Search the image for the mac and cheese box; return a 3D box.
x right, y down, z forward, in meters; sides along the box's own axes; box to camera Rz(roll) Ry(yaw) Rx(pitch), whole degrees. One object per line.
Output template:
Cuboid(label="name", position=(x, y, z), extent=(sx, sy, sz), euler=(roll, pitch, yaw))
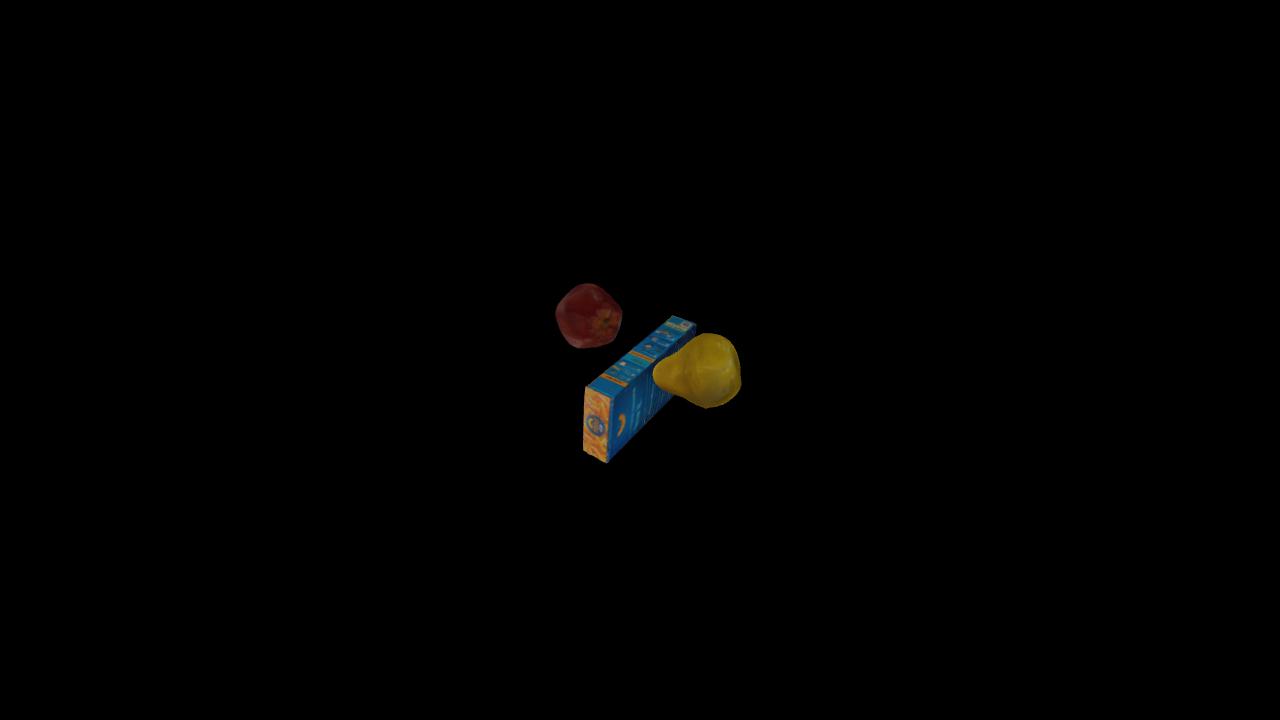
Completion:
Cuboid(label="mac and cheese box", position=(0.003, 0.028, 0.710), extent=(0.041, 0.093, 0.184), euler=(24, 38, 23))

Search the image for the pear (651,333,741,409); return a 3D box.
Cuboid(label="pear", position=(0.050, 0.015, 0.654), extent=(0.111, 0.080, 0.080), euler=(-12, -4, 17))

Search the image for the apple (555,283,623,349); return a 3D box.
Cuboid(label="apple", position=(-0.060, -0.052, 0.737), extent=(0.079, 0.079, 0.093), euler=(0, 9, -26))
